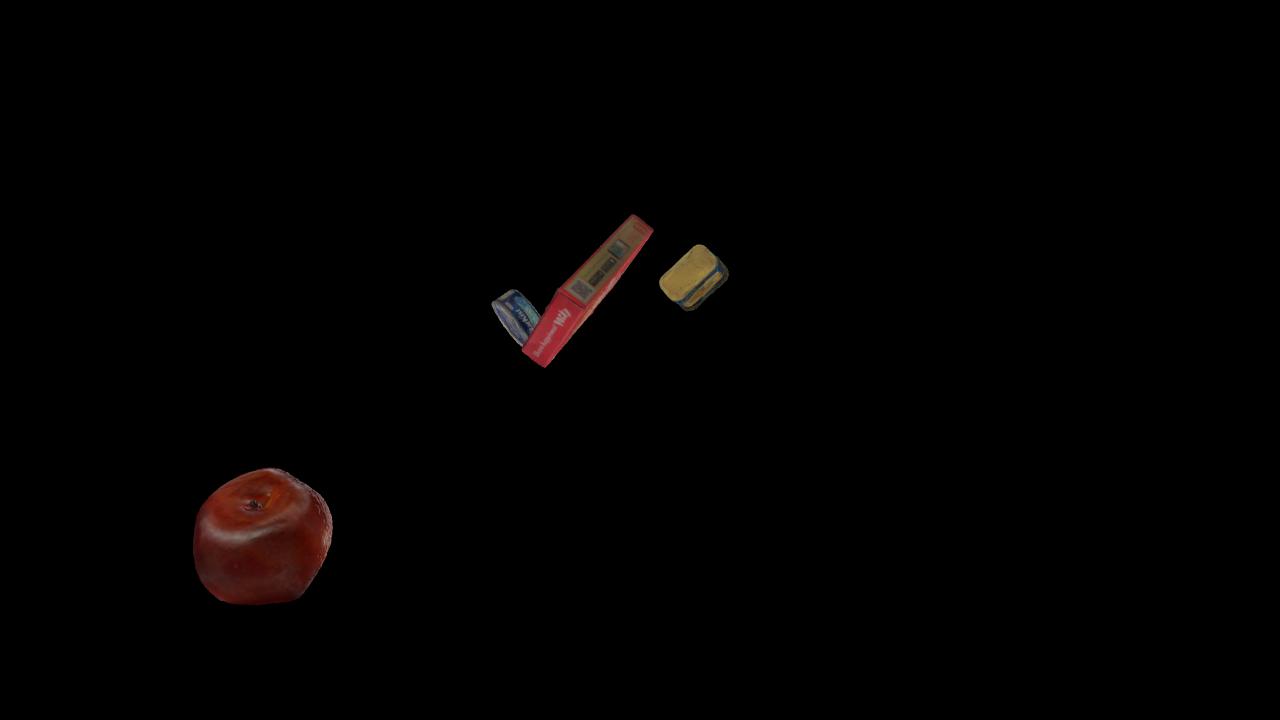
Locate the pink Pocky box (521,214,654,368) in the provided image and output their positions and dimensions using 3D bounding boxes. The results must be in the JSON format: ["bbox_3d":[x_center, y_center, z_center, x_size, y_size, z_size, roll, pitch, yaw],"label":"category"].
[{"bbox_3d":[-0.044,-0.065,0.553,0.084,0.029,0.155,-49,5,42],"label":"pink Pocky box"}]

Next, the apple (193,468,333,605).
[{"bbox_3d":[-0.242,0.117,0.398,0.079,0.093,0.079,8,39,-7],"label":"apple"}]

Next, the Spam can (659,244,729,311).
[{"bbox_3d":[0.087,-0.132,0.995,0.101,0.058,0.085,-43,-15,12],"label":"Spam can"}]

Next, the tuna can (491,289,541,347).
[{"bbox_3d":[-0.163,-0.054,0.839,0.034,0.084,0.084,-39,15,-19],"label":"tuna can"}]
